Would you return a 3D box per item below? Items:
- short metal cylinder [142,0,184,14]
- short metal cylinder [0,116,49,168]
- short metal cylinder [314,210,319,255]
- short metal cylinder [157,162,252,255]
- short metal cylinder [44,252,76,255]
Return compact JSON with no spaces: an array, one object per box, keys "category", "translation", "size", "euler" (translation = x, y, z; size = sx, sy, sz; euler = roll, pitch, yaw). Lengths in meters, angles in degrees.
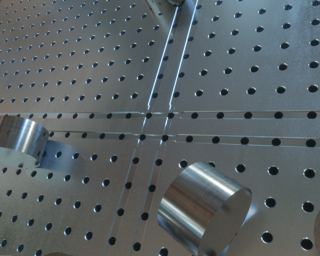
[{"category":"short metal cylinder","translation":[0.002,-0.248,0.541],"size":[0.080,0.050,0.080],"euler":[-13,56,20]},{"category":"short metal cylinder","translation":[-0.216,0.023,0.470],"size":[0.080,0.080,0.050],"euler":[-7,59,24]},{"category":"short metal cylinder","translation":[0.168,0.093,0.247],"size":[0.080,0.050,0.080],"euler":[-13,56,20]},{"category":"short metal cylinder","translation":[0.044,0.080,0.300],"size":[0.050,0.080,0.080],"euler":[30,78,37]},{"category":"short metal cylinder","translation":[-0.103,0.180,0.334],"size":[0.080,0.050,0.080],"euler":[-13,56,20]}]
